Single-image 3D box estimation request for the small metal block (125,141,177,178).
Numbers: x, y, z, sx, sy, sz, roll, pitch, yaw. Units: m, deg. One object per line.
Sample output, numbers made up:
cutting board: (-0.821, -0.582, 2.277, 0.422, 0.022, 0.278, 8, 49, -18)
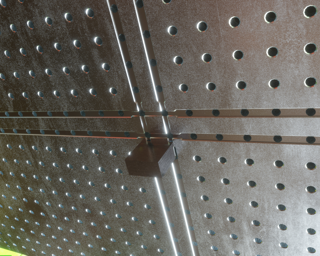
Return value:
small metal block: (-0.012, 0.042, 0.426, 0.050, 0.050, 0.025, 1, 119, 27)
